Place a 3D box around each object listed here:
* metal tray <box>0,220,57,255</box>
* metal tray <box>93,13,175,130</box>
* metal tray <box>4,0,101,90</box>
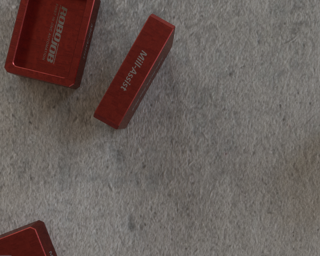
[{"bbox_3d":[-0.178,0.199,0.405,0.090,0.030,0.129,-21,90,-1],"label":"metal tray"},{"bbox_3d":[-0.028,-0.062,0.377,0.030,0.090,0.130,30,90,0],"label":"metal tray"},{"bbox_3d":[-0.138,-0.124,0.405,0.091,0.030,0.129,14,90,-1],"label":"metal tray"}]
